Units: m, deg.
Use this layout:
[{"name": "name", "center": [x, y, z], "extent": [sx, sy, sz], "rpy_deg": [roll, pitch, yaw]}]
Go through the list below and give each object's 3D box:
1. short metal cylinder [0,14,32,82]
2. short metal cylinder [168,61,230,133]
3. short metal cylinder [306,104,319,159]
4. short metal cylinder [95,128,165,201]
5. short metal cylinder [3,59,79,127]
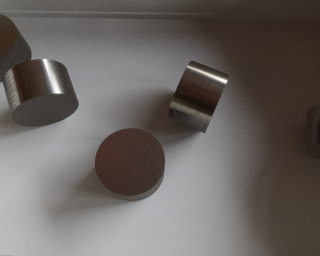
[{"name": "short metal cylinder", "center": [-0.231, -0.112, 0.436], "extent": [0.081, 0.050, 0.080], "rpy_deg": [0, 70, 0]}, {"name": "short metal cylinder", "center": [0.049, -0.039, 0.395], "extent": [0.050, 0.080, 0.080], "rpy_deg": [23, 72, 8]}, {"name": "short metal cylinder", "center": [0.223, 0.006, 0.380], "extent": [0.080, 0.080, 0.050], "rpy_deg": [8, 71, 3]}, {"name": "short metal cylinder", "center": [-0.034, 0.046, 0.379], "extent": [0.081, 0.050, 0.080], "rpy_deg": [0, 70, 0]}, {"name": "short metal cylinder", "center": [-0.151, -0.043, 0.395], "extent": [0.080, 0.080, 0.050], "rpy_deg": [-21, 72, -7]}]
